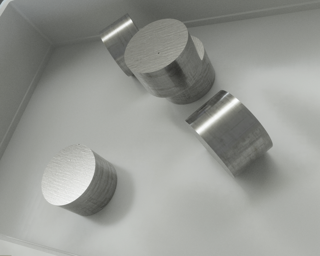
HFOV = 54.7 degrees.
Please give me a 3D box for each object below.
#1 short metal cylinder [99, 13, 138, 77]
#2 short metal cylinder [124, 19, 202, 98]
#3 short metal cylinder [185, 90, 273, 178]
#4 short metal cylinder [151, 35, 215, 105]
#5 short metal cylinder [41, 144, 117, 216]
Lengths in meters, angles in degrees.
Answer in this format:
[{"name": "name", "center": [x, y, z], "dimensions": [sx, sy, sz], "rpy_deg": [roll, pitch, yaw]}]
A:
[{"name": "short metal cylinder", "center": [-0.048, -0.125, 0.470], "dimensions": [0.050, 0.080, 0.080], "rpy_deg": [-32, 52, 7]}, {"name": "short metal cylinder", "center": [0.005, -0.084, 0.373], "dimensions": [0.080, 0.050, 0.080], "rpy_deg": [-13, 57, 21]}, {"name": "short metal cylinder", "center": [0.071, 0.006, 0.329], "dimensions": [0.050, 0.080, 0.080], "rpy_deg": [-40, 51, 1]}, {"name": "short metal cylinder", "center": [0.029, -0.079, 0.422], "dimensions": [0.080, 0.050, 0.080], "rpy_deg": [-13, 56, 20]}, {"name": "short metal cylinder", "center": [-0.103, 0.068, 0.401], "dimensions": [0.080, 0.050, 0.080], "rpy_deg": [-13, 56, 20]}]
